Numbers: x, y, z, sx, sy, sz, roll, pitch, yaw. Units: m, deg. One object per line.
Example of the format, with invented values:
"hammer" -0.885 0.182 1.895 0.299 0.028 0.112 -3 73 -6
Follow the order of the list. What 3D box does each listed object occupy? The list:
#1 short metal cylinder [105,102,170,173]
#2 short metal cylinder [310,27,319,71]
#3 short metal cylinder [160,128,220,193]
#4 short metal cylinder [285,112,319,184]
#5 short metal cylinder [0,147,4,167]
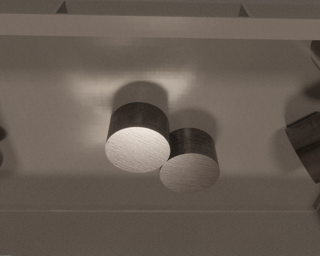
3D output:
"short metal cylinder" -0.028 0.013 0.403 0.081 0.050 0.079 0 130 0
"short metal cylinder" 0.210 -0.081 0.327 0.081 0.050 0.079 0 130 0
"short metal cylinder" 0.040 0.046 0.433 0.081 0.050 0.079 0 130 0
"short metal cylinder" 0.205 0.024 0.397 0.050 0.080 0.080 -31 124 23
"short metal cylinder" -0.251 0.030 0.394 0.081 0.080 0.050 0 130 -1
